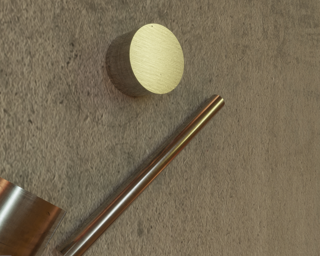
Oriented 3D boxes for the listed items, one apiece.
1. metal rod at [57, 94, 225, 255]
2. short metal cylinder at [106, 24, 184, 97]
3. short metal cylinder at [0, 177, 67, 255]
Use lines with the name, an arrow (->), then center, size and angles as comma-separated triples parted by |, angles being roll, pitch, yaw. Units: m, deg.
metal rod -> -0.005, 0.047, 0.400 | 0.301, 0.025, 0.025 | -43, 116, -31
short metal cylinder -> -0.017, -0.079, 0.374 | 0.081, 0.050, 0.080 | 0, 90, -40
short metal cylinder -> -0.128, 0.075, 0.262 | 0.080, 0.080, 0.050 | 42, 65, -32
